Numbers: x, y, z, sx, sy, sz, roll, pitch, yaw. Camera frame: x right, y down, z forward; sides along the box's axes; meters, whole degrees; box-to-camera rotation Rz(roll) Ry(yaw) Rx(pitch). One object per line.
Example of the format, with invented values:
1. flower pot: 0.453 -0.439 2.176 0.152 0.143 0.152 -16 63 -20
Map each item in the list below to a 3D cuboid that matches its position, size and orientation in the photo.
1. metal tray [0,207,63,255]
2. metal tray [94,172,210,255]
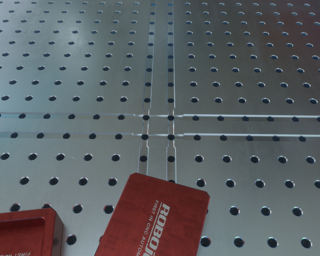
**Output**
1. metal tray: -0.165 0.130 0.294 0.131 0.030 0.090 -5 50 -5
2. metal tray: -0.008 0.115 0.308 0.090 0.030 0.130 14 51 11
